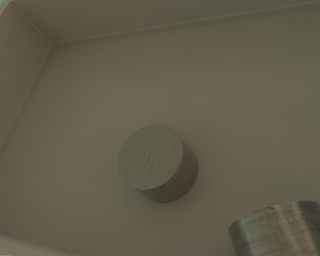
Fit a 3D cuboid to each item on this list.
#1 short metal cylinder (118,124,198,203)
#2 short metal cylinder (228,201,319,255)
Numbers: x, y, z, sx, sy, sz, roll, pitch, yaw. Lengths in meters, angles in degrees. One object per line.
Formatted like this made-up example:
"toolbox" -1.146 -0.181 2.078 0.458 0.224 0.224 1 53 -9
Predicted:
"short metal cylinder" -0.002 0.042 0.364 0.080 0.050 0.080 -13 56 20
"short metal cylinder" 0.103 0.100 0.255 0.080 0.080 0.050 -22 54 15
